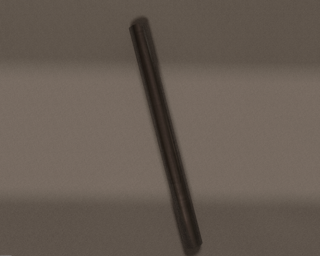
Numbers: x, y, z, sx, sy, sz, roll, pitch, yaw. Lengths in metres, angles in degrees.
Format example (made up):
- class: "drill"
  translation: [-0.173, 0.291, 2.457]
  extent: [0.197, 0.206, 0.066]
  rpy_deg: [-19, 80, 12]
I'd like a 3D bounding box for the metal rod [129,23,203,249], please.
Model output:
- class: "metal rod"
  translation: [0.008, 0.010, 0.411]
  extent: [0.025, 0.025, 0.298]
  rpy_deg: [-14, 90, 0]
